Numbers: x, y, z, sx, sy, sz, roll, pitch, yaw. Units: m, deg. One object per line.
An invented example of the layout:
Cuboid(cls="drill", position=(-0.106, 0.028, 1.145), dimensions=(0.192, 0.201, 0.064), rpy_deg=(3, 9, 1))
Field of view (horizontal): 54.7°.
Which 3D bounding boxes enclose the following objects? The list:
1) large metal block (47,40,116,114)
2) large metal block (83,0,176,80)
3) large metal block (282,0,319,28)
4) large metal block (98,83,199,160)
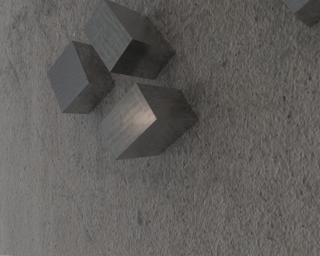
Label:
Cuboid(cls="large metal block", position=(-0.127, -0.078, 0.494), dimensions=(0.080, 0.050, 0.080), rpy_deg=(-38, 67, 33))
Cuboid(cls="large metal block", position=(-0.039, -0.112, 0.402), dimensions=(0.050, 0.081, 0.080), rpy_deg=(-49, 61, 29))
Cuboid(cls="large metal block", position=(0.138, -0.152, 0.275), dimensions=(0.080, 0.050, 0.080), rpy_deg=(-41, 65, 32))
Cuboid(cls="large metal block", position=(-0.014, -0.006, 0.380), dimensions=(0.080, 0.081, 0.050), rpy_deg=(-44, 64, 31))
